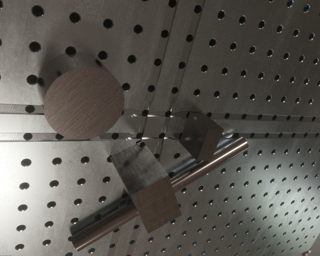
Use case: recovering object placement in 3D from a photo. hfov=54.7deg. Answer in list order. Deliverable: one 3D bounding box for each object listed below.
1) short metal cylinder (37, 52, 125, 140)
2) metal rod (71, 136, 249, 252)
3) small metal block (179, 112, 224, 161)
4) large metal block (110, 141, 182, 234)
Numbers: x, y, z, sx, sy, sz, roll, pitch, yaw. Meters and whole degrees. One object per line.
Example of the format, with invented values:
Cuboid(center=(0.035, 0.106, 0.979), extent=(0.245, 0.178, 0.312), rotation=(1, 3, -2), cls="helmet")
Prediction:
Cuboid(center=(-0.084, -0.035, 0.329), extent=(0.081, 0.050, 0.079), rotation=(-14, 125, -21), cls="short metal cylinder")
Cuboid(center=(0.007, 0.096, 0.475), extent=(0.302, 0.025, 0.025), rotation=(-29, 129, -10), cls="metal rod")
Cuboid(center=(0.057, 0.011, 0.435), extent=(0.025, 0.050, 0.050), rotation=(3, 117, -30), cls="small metal block")
Cuboid(center=(-0.019, 0.078, 0.415), extent=(0.050, 0.080, 0.080), rotation=(-26, 128, -12), cls="large metal block")
